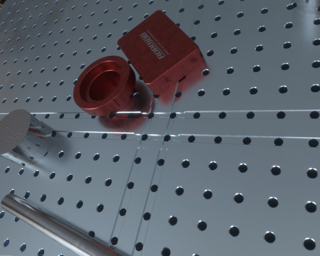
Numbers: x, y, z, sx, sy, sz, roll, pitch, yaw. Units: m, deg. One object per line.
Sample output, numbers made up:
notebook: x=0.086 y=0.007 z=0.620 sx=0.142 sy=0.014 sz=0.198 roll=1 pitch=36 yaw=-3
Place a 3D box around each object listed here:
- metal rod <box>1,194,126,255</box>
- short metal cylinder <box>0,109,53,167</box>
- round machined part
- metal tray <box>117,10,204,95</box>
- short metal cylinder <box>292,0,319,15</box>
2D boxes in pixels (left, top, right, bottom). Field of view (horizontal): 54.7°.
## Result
metal rod: x=-0.100 y=0.138 z=0.376 sx=0.300 sy=0.025 sz=0.025 roll=13 pitch=69 yaw=33
short metal cylinder: x=-0.222 y=0.016 z=0.499 sx=0.080 sy=0.050 sz=0.080 roll=-13 pitch=56 yaw=21
round machined part: x=-0.080 y=-0.060 z=0.476 sx=0.098 sy=0.042 sz=0.098 roll=-13 pitch=56 yaw=21
metal tray: x=-0.003 y=-0.120 z=0.481 sx=0.090 sy=0.030 sz=0.130 roll=-36 pitch=51 yaw=4
short metal cylinder: x=0.211 y=-0.195 z=0.401 sx=0.080 sy=0.050 sz=0.080 roll=-13 pitch=56 yaw=21
